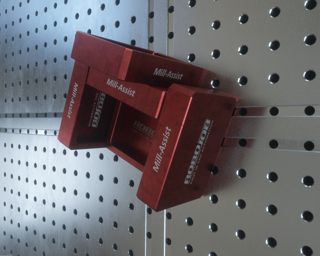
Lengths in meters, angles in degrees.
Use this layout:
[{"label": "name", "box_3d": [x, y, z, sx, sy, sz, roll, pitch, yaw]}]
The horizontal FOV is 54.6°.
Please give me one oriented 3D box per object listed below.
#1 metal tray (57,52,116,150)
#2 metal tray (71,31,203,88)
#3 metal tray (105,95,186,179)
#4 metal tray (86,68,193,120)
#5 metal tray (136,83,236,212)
[{"label": "metal tray", "box_3d": [-0.085, -0.036, 0.438, 0.030, 0.091, 0.129, 27, 107, 36]}, {"label": "metal tray", "box_3d": [-0.022, -0.075, 0.360, 0.090, 0.131, 0.030, 28, 108, 36]}, {"label": "metal tray", "box_3d": [-0.013, 0.010, 0.417, 0.130, 0.030, 0.089, 28, 107, 36]}, {"label": "metal tray", "box_3d": [-0.015, -0.046, 0.380, 0.130, 0.091, 0.030, 28, 108, 36]}, {"label": "metal tray", "box_3d": [0.031, 0.021, 0.342, 0.030, 0.091, 0.129, 27, 107, 37]}]
